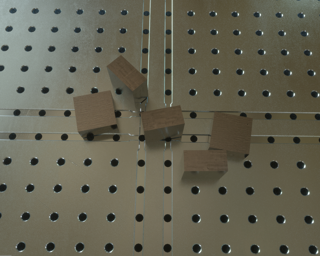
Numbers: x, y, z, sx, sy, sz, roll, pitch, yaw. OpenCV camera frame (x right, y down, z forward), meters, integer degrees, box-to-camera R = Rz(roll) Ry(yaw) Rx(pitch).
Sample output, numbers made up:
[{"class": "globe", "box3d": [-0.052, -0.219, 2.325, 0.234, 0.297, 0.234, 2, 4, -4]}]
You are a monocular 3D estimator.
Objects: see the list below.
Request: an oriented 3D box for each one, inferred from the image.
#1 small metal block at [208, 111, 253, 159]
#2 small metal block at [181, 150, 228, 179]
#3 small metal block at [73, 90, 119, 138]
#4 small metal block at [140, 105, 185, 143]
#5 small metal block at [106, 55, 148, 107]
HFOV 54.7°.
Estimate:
[{"class": "small metal block", "box3d": [0.092, 0.010, 0.409, 0.050, 0.025, 0.050, 11, 70, 3]}, {"class": "small metal block", "box3d": [0.053, 0.046, 0.382, 0.050, 0.050, 0.025, 0, 70, -1]}, {"class": "small metal block", "box3d": [-0.086, -0.019, 0.418, 0.050, 0.025, 0.050, -11, 71, -5]}, {"class": "small metal block", "box3d": [0.003, -0.004, 0.400, 0.050, 0.050, 0.025, -11, 71, -4]}, {"class": "small metal block", "box3d": [-0.043, -0.063, 0.421, 0.025, 0.050, 0.050, -42, 76, -14]}]
